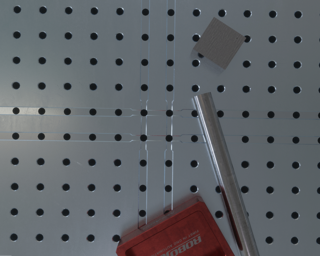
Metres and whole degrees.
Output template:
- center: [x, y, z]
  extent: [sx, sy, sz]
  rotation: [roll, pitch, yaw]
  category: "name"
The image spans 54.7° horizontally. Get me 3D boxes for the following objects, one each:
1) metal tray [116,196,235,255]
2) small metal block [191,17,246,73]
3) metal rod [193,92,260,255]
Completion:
- center: [0.020, 0.162, 0.411]
  extent: [0.130, 0.030, 0.090]
  rotation: [-29, 90, 0]
  category: "metal tray"
- center: [0.077, -0.110, 0.414]
  extent: [0.050, 0.025, 0.050]
  rotation: [33, 90, 0]
  category: "small metal block"
- center: [0.099, 0.099, 0.414]
  extent: [0.025, 0.025, 0.298]
  rotation: [-17, 90, 0]
  category: "metal rod"
